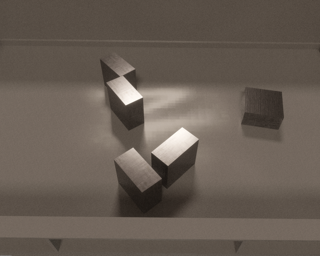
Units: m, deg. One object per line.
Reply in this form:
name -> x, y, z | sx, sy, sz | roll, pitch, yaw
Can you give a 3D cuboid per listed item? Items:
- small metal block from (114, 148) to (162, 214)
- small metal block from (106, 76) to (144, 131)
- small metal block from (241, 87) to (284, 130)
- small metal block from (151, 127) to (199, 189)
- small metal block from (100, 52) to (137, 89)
small metal block -> -0.024, 0.058, 0.340 | 0.025, 0.050, 0.050 | -32, 57, -24
small metal block -> -0.046, -0.033, 0.416 | 0.025, 0.050, 0.050 | -28, 56, -22
small metal block -> 0.141, -0.028, 0.430 | 0.050, 0.025, 0.050 | 9, 51, 7
small metal block -> 0.017, 0.035, 0.359 | 0.025, 0.050, 0.050 | 37, 59, 26
small metal block -> -0.059, -0.074, 0.450 | 0.025, 0.050, 0.050 | -33, 58, -25
